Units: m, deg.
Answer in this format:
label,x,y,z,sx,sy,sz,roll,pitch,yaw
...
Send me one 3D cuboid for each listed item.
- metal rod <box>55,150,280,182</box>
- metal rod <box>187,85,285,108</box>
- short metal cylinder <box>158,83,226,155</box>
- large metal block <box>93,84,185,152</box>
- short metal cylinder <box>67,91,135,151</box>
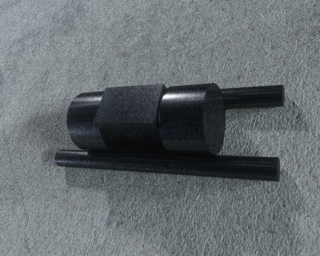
label,x,y,z,sx,sy,sz,roll,pitch,yaw
metal rod,-0.012,0.043,0.386,0.300,0.025,0.025,0,62,28
metal rod,0.008,-0.036,0.424,0.300,0.025,0.025,0,62,28
short metal cylinder,0.039,-0.010,0.355,0.050,0.080,0.080,-1,61,28
large metal block,-0.020,-0.009,0.383,0.080,0.080,0.050,0,62,28
short metal cylinder,-0.077,-0.009,0.416,0.050,0.080,0.080,-1,61,28
